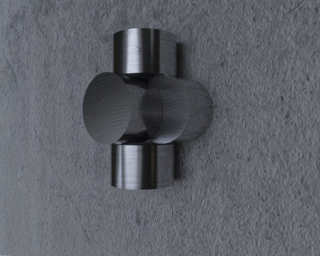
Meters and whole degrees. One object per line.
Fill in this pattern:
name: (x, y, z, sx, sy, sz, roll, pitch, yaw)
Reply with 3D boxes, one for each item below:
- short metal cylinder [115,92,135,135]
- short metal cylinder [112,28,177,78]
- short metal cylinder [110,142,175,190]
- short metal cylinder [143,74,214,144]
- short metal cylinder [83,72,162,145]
short metal cylinder: (-0.045, -0.022, 0.425, 0.080, 0.050, 0.079, 0, 90, 39)
short metal cylinder: (-0.019, -0.087, 0.385, 0.080, 0.081, 0.050, 0, 90, 39)
short metal cylinder: (-0.022, 0.044, 0.387, 0.080, 0.081, 0.050, 1, 91, 39)
short metal cylinder: (0.017, -0.022, 0.374, 0.080, 0.050, 0.079, 0, 90, 39)
short metal cylinder: (-0.044, -0.022, 0.359, 0.080, 0.050, 0.079, 0, 90, 39)
